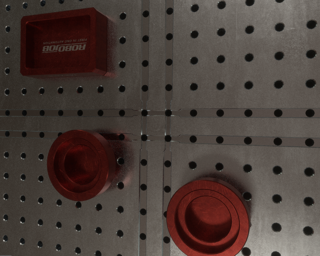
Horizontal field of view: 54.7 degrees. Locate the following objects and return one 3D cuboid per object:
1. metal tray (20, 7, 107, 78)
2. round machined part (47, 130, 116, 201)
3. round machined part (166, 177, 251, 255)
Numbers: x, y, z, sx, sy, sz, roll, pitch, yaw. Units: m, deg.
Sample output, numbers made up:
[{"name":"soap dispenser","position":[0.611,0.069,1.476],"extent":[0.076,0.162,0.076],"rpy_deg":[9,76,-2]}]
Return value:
[{"name":"metal tray","position":[-0.144,-0.122,0.459],"extent":[0.130,0.030,0.089],"rpy_deg":[1,90,19]},{"name":"round machined part","position":[-0.106,0.051,0.440],"extent":[0.098,0.042,0.097],"rpy_deg":[0,90,19]},{"name":"round machined part","position":[0.061,0.109,0.382],"extent":[0.098,0.042,0.097],"rpy_deg":[0,90,19]}]
